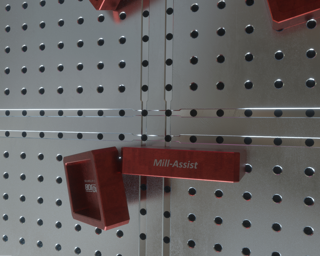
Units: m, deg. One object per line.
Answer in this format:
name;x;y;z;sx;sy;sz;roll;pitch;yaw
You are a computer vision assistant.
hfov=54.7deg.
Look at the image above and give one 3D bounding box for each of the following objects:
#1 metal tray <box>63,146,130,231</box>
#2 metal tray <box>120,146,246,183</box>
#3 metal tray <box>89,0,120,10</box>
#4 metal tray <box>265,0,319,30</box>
metal tray;-0.087;0.075;0.400;0.130;0.030;0.089;-15;84;57
metal tray;0.031;0.039;0.365;0.130;0.090;0.030;1;88;19
metal tray;-0.090;-0.238;0.420;0.130;0.030;0.090;54;133;12
metal tray;0.159;-0.190;0.353;0.090;0.030;0.129;-15;85;19
